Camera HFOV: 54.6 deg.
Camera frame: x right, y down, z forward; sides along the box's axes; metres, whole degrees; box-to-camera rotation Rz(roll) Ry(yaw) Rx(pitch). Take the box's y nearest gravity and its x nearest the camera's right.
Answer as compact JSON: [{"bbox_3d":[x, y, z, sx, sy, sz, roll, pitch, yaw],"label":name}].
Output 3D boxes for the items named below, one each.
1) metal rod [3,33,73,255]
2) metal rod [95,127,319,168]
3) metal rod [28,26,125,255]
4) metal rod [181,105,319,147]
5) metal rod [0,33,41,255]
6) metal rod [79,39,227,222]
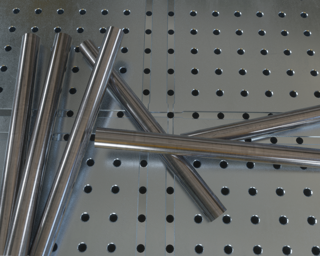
[{"bbox_3d":[-0.151,0.004,0.401,0.025,0.025,0.299,3,67,1],"label":"metal rod"},{"bbox_3d":[0.074,0.026,0.383,0.302,0.025,0.025,6,70,-6],"label":"metal rod"},{"bbox_3d":[-0.100,0.008,0.391,0.025,0.025,0.299,15,77,5],"label":"metal rod"},{"bbox_3d":[0.177,-0.011,0.416,0.302,0.025,0.025,-12,71,-4],"label":"metal rod"},{"bbox_3d":[-0.186,0.008,0.407,0.025,0.025,0.299,-2,70,-1],"label":"metal rod"},{"bbox_3d":[-0.019,-0.007,0.414,0.025,0.025,0.300,-35,74,-12],"label":"metal rod"}]
